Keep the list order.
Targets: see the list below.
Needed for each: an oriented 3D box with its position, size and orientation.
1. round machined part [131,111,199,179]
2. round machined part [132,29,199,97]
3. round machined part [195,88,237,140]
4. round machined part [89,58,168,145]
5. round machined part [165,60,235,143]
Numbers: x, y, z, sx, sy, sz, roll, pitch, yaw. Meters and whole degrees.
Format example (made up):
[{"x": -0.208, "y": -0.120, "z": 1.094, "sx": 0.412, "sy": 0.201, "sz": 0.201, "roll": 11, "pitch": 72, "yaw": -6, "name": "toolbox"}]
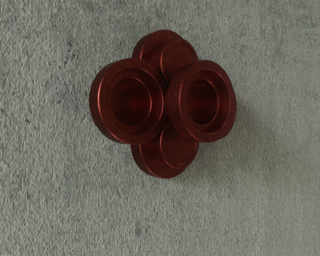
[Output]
[{"x": 0.013, "y": 0.018, "z": 0.408, "sx": 0.099, "sy": 0.042, "sz": 0.097, "roll": 0, "pitch": 90, "yaw": -40, "name": "round machined part"}, {"x": 0.014, "y": -0.081, "z": 0.409, "sx": 0.099, "sy": 0.042, "sz": 0.097, "roll": 0, "pitch": 90, "yaw": -40, "name": "round machined part"}, {"x": 0.065, "y": -0.031, "z": 0.452, "sx": 0.099, "sy": 0.042, "sz": 0.097, "roll": 0, "pitch": 90, "yaw": -40, "name": "round machined part"}, {"x": -0.039, "y": -0.030, "z": 0.364, "sx": 0.099, "sy": 0.042, "sz": 0.097, "roll": 0, "pitch": 90, "yaw": -40, "name": "round machined part"}, {"x": 0.045, "y": -0.031, "z": 0.380, "sx": 0.099, "sy": 0.042, "sz": 0.097, "roll": -1, "pitch": 91, "yaw": -40, "name": "round machined part"}]
